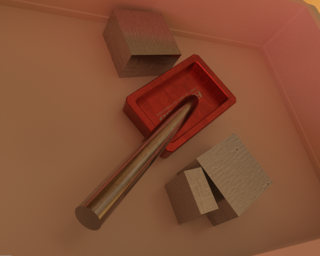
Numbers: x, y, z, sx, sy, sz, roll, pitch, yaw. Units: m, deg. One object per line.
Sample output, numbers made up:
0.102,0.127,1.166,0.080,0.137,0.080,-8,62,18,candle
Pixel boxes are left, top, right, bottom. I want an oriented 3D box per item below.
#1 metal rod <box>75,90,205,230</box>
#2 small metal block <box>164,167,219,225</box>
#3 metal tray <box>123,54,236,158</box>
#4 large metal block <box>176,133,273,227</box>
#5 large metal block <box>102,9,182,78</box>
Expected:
0.006,0.005,0.366,0.025,0.025,0.301,43,38,1,metal rod
0.035,0.080,0.361,0.025,0.050,0.050,-8,66,-32,small metal block
0.028,-0.032,0.418,0.131,0.030,0.090,-36,82,-24,metal tray
0.083,0.064,0.397,0.081,0.050,0.080,-28,77,-37,large metal block
-0.027,-0.122,0.451,0.081,0.050,0.080,-9,67,-33,large metal block
